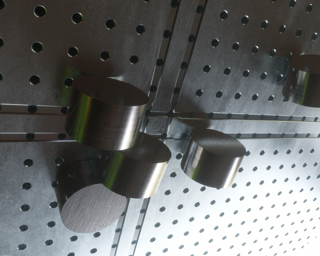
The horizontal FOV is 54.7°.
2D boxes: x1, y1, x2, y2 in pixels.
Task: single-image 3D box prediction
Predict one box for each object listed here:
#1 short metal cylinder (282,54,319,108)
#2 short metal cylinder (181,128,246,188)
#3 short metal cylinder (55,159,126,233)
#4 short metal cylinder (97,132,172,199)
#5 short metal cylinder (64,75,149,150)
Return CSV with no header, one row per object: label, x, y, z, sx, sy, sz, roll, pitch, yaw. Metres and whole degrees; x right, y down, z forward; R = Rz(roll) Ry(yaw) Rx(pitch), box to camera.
short metal cylinder,0.227,-0.071,0.455,0.081,0.080,0.050,-15,125,-20
short metal cylinder,0.075,0.041,0.442,0.081,0.080,0.050,2,118,-29
short metal cylinder,-0.090,0.088,0.399,0.081,0.050,0.079,-14,125,-20
short metal cylinder,-0.032,0.042,0.384,0.081,0.080,0.050,7,114,-32
short metal cylinder,-0.057,-0.018,0.333,0.081,0.080,0.050,4,117,-30
